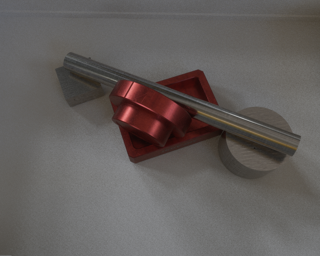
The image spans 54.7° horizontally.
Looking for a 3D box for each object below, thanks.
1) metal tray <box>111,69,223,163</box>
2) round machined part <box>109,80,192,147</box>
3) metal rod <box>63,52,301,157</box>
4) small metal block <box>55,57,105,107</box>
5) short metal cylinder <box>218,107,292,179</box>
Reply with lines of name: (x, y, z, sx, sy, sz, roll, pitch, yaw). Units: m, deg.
metal tray: (0.010, -0.017, 0.411, 0.131, 0.030, 0.090, -18, 71, -7)
round machined part: (-0.016, -0.012, 0.360, 0.098, 0.098, 0.042, 26, 80, 9)
metal rod: (0.015, -0.035, 0.377, 0.301, 0.025, 0.025, 22, 71, 14)
small metal block: (-0.111, -0.064, 0.430, 0.050, 0.025, 0.050, -21, 72, -8)
short metal cylinder: (0.118, 0.020, 0.389, 0.081, 0.050, 0.080, 0, 70, 0)
